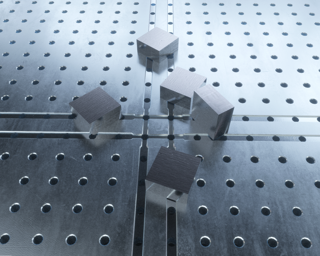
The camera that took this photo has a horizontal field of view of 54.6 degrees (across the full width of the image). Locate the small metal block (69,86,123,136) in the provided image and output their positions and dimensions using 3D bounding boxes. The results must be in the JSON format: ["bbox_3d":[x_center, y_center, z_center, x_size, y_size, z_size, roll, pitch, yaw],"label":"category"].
[{"bbox_3d":[-0.088,-0.024,0.428,0.050,0.025,0.050,-35,58,-26],"label":"small metal block"}]

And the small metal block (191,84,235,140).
[{"bbox_3d":[0.068,-0.021,0.410,0.025,0.050,0.050,-26,55,-20],"label":"small metal block"}]

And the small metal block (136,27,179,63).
[{"bbox_3d":[-0.004,-0.142,0.527,0.050,0.025,0.050,33,57,25],"label":"small metal block"}]

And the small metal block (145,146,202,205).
[{"bbox_3d":[0.016,0.054,0.362,0.050,0.025,0.050,17,52,13],"label":"small metal block"}]

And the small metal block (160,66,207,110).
[{"bbox_3d":[0.034,-0.060,0.458,0.050,0.025,0.050,25,54,19],"label":"small metal block"}]
